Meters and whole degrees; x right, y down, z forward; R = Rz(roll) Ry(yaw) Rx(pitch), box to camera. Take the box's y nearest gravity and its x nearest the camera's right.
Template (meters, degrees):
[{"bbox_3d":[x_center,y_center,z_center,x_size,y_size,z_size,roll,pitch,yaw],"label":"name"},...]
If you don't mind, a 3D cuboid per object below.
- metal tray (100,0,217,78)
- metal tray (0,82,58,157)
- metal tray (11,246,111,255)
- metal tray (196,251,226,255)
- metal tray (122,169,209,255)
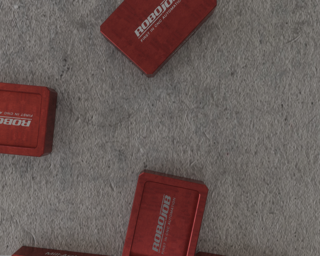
[{"bbox_3d":[-0.002,-0.143,0.407,0.090,0.030,0.130,43,90,0],"label":"metal tray"},{"bbox_3d":[-0.208,-0.014,0.405,0.131,0.030,0.089,6,90,0],"label":"metal tray"},{"bbox_3d":[-0.131,0.211,0.406,0.131,0.030,0.089,7,90,0],"label":"metal tray"},{"bbox_3d":[0.106,0.222,0.408,0.131,0.030,0.089,10,90,0],"label":"metal tray"},{"bbox_3d":[0.005,0.127,0.407,0.091,0.030,0.129,12,90,0],"label":"metal tray"}]
